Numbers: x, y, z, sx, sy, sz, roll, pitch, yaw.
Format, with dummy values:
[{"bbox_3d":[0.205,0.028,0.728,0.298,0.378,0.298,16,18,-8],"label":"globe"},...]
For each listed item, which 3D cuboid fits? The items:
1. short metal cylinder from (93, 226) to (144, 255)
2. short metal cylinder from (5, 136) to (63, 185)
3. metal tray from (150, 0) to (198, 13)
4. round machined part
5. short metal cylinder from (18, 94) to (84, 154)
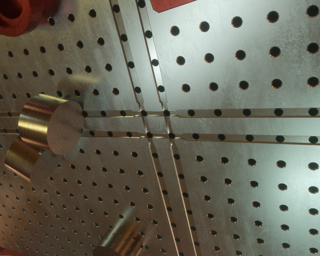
[{"bbox_3d":[-0.077,0.231,0.579,0.080,0.050,0.079,13,124,21],"label":"short metal cylinder"},{"bbox_3d":[-0.205,0.046,0.513,0.050,0.080,0.079,29,128,10],"label":"short metal cylinder"},{"bbox_3d":[0.041,-0.169,0.281,0.130,0.030,0.090,-7,115,31],"label":"metal tray"},{"bbox_3d":[-0.189,-0.170,0.395,0.098,0.042,0.097,13,124,21],"label":"round machined part"},{"bbox_3d":[-0.157,-0.006,0.455,0.050,0.080,0.079,14,124,21],"label":"short metal cylinder"}]
